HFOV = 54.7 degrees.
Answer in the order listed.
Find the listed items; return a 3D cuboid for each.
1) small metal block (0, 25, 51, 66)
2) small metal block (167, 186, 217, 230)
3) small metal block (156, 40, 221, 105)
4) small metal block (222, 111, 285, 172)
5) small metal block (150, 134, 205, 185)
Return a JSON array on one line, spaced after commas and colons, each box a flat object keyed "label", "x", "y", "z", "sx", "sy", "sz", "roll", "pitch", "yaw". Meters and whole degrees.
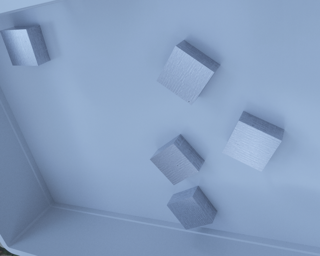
[{"label": "small metal block", "x": -0.189, "y": -0.116, "z": 0.437, "sx": 0.050, "sy": 0.025, "sz": 0.050, "roll": 6, "pitch": 121, "yaw": 25}, {"label": "small metal block", "x": 0.047, "y": 0.118, "z": 0.457, "sx": 0.050, "sy": 0.025, "sz": 0.050, "roll": -29, "pitch": 103, "yaw": 37}, {"label": "small metal block", "x": 0.032, "y": -0.063, "z": 0.353, "sx": 0.050, "sy": 0.025, "sz": 0.050, "roll": 36, "pitch": 129, "yaw": 4}, {"label": "small metal block", "x": 0.108, "y": 0.016, "z": 0.361, "sx": 0.050, "sy": 0.025, "sz": 0.050, "roll": 27, "pitch": 128, "yaw": 11}, {"label": "small metal block", "x": 0.023, "y": 0.044, "z": 0.424, "sx": 0.050, "sy": 0.025, "sz": 0.050, "roll": 48, "pitch": 129, "yaw": -6}]
